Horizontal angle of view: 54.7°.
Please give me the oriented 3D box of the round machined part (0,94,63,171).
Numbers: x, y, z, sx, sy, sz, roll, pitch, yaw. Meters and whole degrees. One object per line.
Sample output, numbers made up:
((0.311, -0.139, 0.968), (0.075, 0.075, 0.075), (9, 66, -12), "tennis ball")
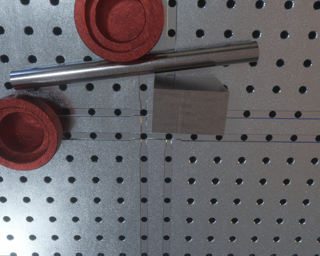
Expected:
((-0.176, 0.003, 0.404), (0.099, 0.042, 0.097), (0, 110, 0), "round machined part")

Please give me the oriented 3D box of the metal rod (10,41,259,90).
((-0.032, -0.077, 0.384), (0.302, 0.025, 0.025), (-6, 110, 2), "metal rod")

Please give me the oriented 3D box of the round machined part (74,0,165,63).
((-0.044, -0.128, 0.357), (0.099, 0.042, 0.097), (0, 110, 0), "round machined part")

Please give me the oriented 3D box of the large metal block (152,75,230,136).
((0.032, -0.030, 0.373), (0.081, 0.080, 0.050), (3, 110, -1), "large metal block")
